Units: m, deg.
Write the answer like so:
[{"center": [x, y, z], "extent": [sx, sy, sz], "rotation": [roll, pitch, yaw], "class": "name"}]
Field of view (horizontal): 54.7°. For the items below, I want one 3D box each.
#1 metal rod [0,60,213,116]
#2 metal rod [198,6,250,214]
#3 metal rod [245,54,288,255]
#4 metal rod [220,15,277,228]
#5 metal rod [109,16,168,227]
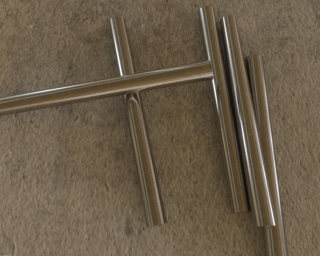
[{"center": [-0.083, -0.049, 0.403], "extent": [0.302, 0.025, 0.025], "rotation": [-9, 70, 4], "class": "metal rod"}, {"center": [0.084, -0.038, 0.423], "extent": [0.025, 0.025, 0.299], "rotation": [-5, 70, -2], "class": "metal rod"}, {"center": [0.135, 0.040, 0.394], "extent": [0.025, 0.025, 0.299], "rotation": [0, 70, 0], "class": "metal rod"}, {"center": [0.110, -0.026, 0.407], "extent": [0.025, 0.025, 0.299], "rotation": [-2, 66, -1], "class": "metal rod"}, {"center": [-0.034, -0.023, 0.415], "extent": [0.025, 0.025, 0.299], "rotation": [-11, 70, -4], "class": "metal rod"}]
